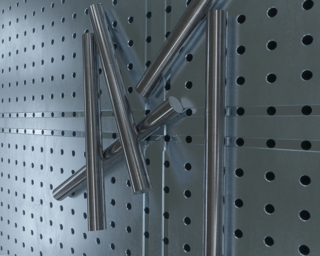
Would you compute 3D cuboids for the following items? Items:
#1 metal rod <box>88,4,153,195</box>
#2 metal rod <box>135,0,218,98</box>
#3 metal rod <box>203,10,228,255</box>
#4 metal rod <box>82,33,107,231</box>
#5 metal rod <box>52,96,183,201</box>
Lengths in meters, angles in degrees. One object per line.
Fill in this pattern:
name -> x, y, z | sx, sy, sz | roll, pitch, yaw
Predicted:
metal rod -> -0.061, -0.055, 0.433 | 0.025, 0.025, 0.299 | -34, 62, 35
metal rod -> 0.057, -0.156, 0.360 | 0.025, 0.025, 0.298 | 52, 120, 27
metal rod -> 0.063, 0.019, 0.355 | 0.025, 0.025, 0.298 | 1, 91, 39
metal rod -> -0.100, -0.004, 0.463 | 0.025, 0.025, 0.299 | -17, 71, 38
metal rod -> -0.080, 0.045, 0.473 | 0.299, 0.025, 0.025 | -36, 68, 33
